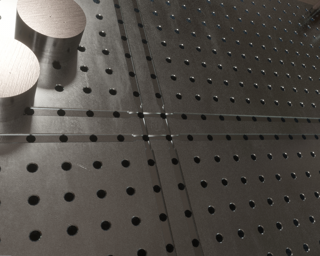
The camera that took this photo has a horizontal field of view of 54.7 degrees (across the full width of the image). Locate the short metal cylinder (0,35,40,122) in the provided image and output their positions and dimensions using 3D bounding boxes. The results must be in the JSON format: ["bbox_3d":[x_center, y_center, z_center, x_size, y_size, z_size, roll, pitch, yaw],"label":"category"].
[{"bbox_3d":[-0.174,-0.053,0.331,0.081,0.050,0.080,14,56,-21],"label":"short metal cylinder"}]

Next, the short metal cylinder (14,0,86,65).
[{"bbox_3d":[-0.140,-0.128,0.396,0.081,0.050,0.080,14,56,-21],"label":"short metal cylinder"}]

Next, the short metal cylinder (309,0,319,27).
[{"bbox_3d":[0.450,-0.309,0.828,0.081,0.050,0.080,14,56,-21],"label":"short metal cylinder"}]
